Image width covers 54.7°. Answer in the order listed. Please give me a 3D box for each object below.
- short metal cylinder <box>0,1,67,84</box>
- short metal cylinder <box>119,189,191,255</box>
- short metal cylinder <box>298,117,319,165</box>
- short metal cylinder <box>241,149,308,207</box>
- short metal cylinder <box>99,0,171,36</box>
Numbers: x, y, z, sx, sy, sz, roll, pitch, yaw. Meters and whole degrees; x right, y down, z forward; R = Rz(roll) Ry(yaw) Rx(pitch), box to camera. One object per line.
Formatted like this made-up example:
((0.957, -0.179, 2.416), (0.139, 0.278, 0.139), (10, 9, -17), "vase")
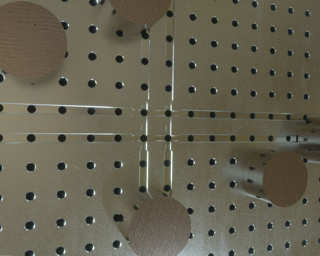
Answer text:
((-0.147, -0.092, 0.345), (0.081, 0.050, 0.079), (0, 90, -20), "short metal cylinder")
((-0.007, 0.123, 0.397), (0.081, 0.050, 0.079), (0, 90, -20), "short metal cylinder")
((0.274, 0.022, 0.500), (0.081, 0.050, 0.079), (0, 90, -20), "short metal cylinder")
((0.170, 0.072, 0.462), (0.081, 0.050, 0.079), (0, 90, -20), "short metal cylinder")
((-0.032, -0.162, 0.387), (0.081, 0.050, 0.079), (0, 90, -20), "short metal cylinder")
